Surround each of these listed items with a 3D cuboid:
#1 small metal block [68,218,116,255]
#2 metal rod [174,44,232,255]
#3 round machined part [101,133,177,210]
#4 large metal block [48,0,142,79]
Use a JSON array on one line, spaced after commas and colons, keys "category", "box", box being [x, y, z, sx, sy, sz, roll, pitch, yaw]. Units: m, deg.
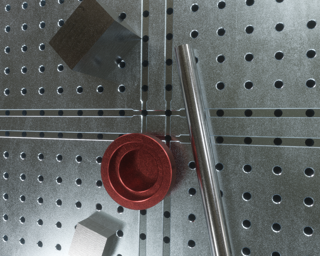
[{"category": "small metal block", "box": [-0.098, 0.166, 0.446, 0.050, 0.025, 0.050, 20, 97, 18]}, {"category": "metal rod", "box": [0.056, 0.042, 0.392, 0.025, 0.025, 0.298, -11, 86, 19]}, {"category": "round machined part", "box": [-0.025, 0.055, 0.411, 0.098, 0.042, 0.097, 0, 90, 19]}, {"category": "large metal block", "box": [-0.083, -0.116, 0.411, 0.080, 0.080, 0.050, -45, 77, 14]}]
